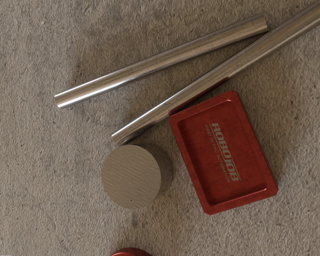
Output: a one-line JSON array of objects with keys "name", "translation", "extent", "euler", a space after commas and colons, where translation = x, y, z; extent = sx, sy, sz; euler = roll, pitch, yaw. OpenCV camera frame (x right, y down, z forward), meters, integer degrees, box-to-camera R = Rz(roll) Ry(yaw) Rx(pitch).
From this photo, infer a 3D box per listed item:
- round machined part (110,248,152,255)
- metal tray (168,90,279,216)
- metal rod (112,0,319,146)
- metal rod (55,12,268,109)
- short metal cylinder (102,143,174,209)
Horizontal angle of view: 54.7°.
[{"name": "round machined part", "translation": [-0.043, 0.217, 0.415], "extent": [0.098, 0.042, 0.097], "euler": [0, 90, 20]}, {"name": "metal tray", "translation": [0.076, 0.030, 0.379], "extent": [0.090, 0.030, 0.129], "euler": [-23, 82, 18]}, {"name": "metal rod", "translation": [0.064, -0.059, 0.386], "extent": [0.300, 0.025, 0.025], "euler": [-32, 80, 17]}, {"name": "metal rod", "translation": [-0.012, -0.082, 0.413], "extent": [0.300, 0.025, 0.025], "euler": [-17, 84, 19]}, {"name": "short metal cylinder", "translation": [-0.028, 0.060, 0.406], "extent": [0.080, 0.050, 0.080], "euler": [0, 90, 20]}]
